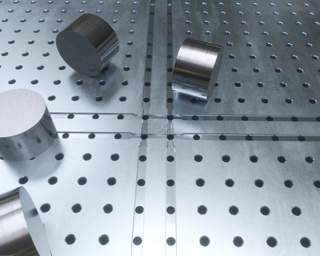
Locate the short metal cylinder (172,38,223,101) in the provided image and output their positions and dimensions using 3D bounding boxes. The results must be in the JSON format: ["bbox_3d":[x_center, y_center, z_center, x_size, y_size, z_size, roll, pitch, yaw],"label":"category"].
[{"bbox_3d":[0.055,-0.083,0.442,0.050,0.080,0.080,17,52,14],"label":"short metal cylinder"}]

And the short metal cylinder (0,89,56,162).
[{"bbox_3d":[-0.180,-0.004,0.394,0.081,0.050,0.080,0,50,0],"label":"short metal cylinder"}]

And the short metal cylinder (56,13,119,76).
[{"bbox_3d":[-0.111,-0.127,0.478,0.080,0.080,0.050,20,53,16],"label":"short metal cylinder"}]

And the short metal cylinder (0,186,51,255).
[{"bbox_3d":[-0.140,0.101,0.286,0.050,0.080,0.080,-21,53,-17],"label":"short metal cylinder"}]
